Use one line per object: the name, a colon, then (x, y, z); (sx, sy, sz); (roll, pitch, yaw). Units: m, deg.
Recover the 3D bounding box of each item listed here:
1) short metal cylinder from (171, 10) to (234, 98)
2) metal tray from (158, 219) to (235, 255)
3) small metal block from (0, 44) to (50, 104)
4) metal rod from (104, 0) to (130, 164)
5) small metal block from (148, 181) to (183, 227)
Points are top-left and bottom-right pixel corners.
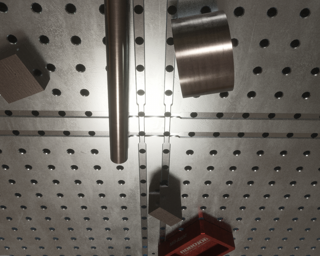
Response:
short metal cylinder: (0.043, -0.073, 0.314); (0.050, 0.080, 0.080); (-8, 130, 6)
metal tray: (0.069, 0.235, 0.609); (0.090, 0.030, 0.129); (32, 123, -25)
small metal block: (-0.166, -0.062, 0.357); (0.050, 0.025, 0.050); (-17, 128, 14)
metal rod: (-0.048, -0.070, 0.350); (0.025, 0.025, 0.298); (3, 130, -3)
small metal block: (0.009, 0.122, 0.500); (0.050, 0.050, 0.025); (37, 121, -27)
